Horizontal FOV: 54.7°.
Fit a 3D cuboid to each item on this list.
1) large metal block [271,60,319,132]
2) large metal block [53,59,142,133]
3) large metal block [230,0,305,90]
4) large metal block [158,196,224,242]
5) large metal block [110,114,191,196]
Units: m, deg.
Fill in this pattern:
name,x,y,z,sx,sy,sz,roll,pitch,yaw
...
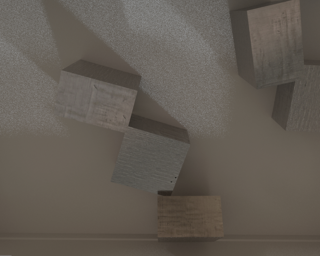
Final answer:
name,x,y,z,sx,sy,sz,roll,pitch,yaw
large metal block,0.194,-0.041,0.384,0.081,0.050,0.079,3,110,-1
large metal block,-0.069,-0.041,0.366,0.080,0.080,0.050,15,110,-6
large metal block,0.117,-0.096,0.347,0.050,0.080,0.080,-12,110,4
large metal block,0.037,0.126,0.422,0.081,0.080,0.050,0,65,0
large metal block,-0.013,0.036,0.411,0.080,0.050,0.079,16,109,-6
